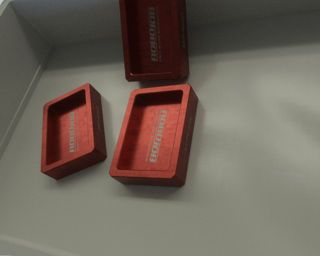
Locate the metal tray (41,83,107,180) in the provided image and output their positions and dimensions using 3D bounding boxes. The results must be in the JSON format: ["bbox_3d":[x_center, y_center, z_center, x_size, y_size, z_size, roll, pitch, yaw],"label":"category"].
[{"bbox_3d":[-0.132,0.003,0.467,0.090,0.030,0.130,-23,53,13],"label":"metal tray"}]

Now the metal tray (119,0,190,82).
[{"bbox_3d":[-0.008,-0.133,0.439,0.090,0.030,0.129,1,101,28],"label":"metal tray"}]

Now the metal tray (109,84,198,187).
[{"bbox_3d":[-0.006,0.008,0.399,0.090,0.030,0.130,-2,60,26],"label":"metal tray"}]
